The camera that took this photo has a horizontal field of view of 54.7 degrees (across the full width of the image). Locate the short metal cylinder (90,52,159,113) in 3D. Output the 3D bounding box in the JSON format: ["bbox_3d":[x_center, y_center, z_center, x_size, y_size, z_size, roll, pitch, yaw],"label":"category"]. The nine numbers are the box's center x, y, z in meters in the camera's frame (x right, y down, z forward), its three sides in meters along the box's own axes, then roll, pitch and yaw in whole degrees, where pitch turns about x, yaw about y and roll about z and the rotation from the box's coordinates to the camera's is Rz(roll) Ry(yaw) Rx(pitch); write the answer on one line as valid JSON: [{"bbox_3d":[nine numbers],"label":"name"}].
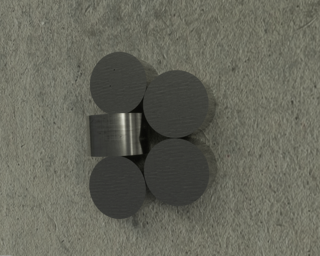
[{"bbox_3d":[-0.045,-0.056,0.413,0.080,0.050,0.080,0,90,21],"label":"short metal cylinder"}]

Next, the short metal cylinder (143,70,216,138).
[{"bbox_3d":[0.026,-0.028,0.387,0.080,0.050,0.080,0,91,20],"label":"short metal cylinder"}]

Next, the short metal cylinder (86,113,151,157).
[{"bbox_3d":[-0.053,0.008,0.400,0.080,0.080,0.050,-3,89,20],"label":"short metal cylinder"}]

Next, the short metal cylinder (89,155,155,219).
[{"bbox_3d":[-0.046,0.074,0.413,0.080,0.050,0.080,0,90,21],"label":"short metal cylinder"}]

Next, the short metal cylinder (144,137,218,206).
[{"bbox_3d":[0.027,0.052,0.387,0.080,0.050,0.080,0,91,21],"label":"short metal cylinder"}]
